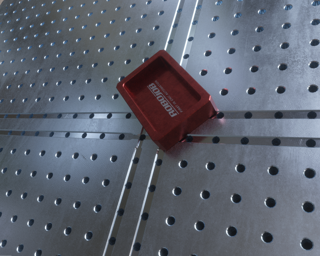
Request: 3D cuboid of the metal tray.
[{"bbox_3d":[0.005,-0.043,0.427,0.090,0.030,0.130,-38,51,2],"label":"metal tray"}]
